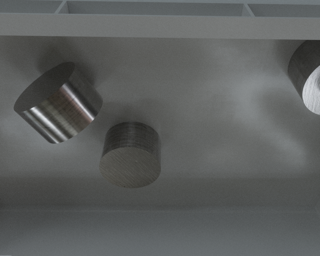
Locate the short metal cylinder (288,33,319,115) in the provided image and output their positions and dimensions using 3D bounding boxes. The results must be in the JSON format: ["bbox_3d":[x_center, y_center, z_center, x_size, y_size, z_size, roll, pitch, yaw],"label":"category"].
[{"bbox_3d":[0.191,-0.060,0.343,0.081,0.050,0.079,0,130,0],"label":"short metal cylinder"}]

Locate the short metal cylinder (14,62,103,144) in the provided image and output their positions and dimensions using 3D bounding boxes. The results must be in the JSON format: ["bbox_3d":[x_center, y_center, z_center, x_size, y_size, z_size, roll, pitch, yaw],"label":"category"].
[{"bbox_3d":[-0.112,-0.029,0.347,0.080,0.080,0.050,-23,127,18],"label":"short metal cylinder"}]

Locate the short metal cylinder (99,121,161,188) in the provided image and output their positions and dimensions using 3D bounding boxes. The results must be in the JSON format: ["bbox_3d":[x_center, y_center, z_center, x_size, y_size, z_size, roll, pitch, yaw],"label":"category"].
[{"bbox_3d":[-0.039,0.038,0.424,0.081,0.050,0.079,0,130,0],"label":"short metal cylinder"}]
